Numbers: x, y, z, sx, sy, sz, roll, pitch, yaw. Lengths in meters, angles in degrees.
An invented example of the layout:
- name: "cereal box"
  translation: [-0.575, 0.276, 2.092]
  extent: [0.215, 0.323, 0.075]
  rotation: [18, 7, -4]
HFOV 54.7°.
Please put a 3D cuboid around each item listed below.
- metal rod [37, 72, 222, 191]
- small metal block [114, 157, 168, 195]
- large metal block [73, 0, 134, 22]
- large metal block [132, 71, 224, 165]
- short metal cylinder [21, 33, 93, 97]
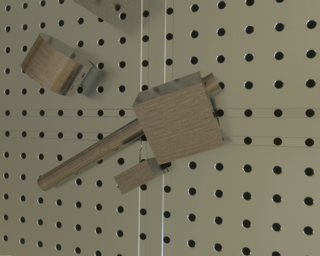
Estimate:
- name: "metal rod"
  translation: [-0.053, 0.013, 0.430]
  extent: [0.300, 0.025, 0.025]
  rotation: [-30, 81, 17]
- name: "small metal block"
  translation: [-0.024, 0.061, 0.407]
  extent: [0.050, 0.050, 0.025]
  rotation: [-30, 81, 17]
- name: "large metal block"
  translation: [-0.072, -0.196, 0.408]
  extent: [0.080, 0.080, 0.050]
  rotation: [-34, 79, 16]
- name: "large metal block"
  translation: [0.023, -0.012, 0.370]
  extent: [0.080, 0.050, 0.080]
  rotation: [-18, 111, 13]
- name: "short metal cylinder"
  translation: [-0.143, -0.088, 0.432]
  extent: [0.080, 0.080, 0.050]
  rotation: [40, 103, 15]
